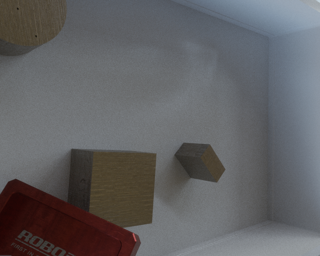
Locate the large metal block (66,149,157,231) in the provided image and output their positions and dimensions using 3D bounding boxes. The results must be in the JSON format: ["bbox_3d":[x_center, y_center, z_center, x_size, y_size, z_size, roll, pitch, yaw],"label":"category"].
[{"bbox_3d":[-0.053,0.066,0.347,0.081,0.050,0.080,6,86,-40],"label":"large metal block"}]

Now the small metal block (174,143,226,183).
[{"bbox_3d":[0.057,0.048,0.440,0.025,0.050,0.050,-50,120,-28],"label":"small metal block"}]

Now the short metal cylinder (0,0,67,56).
[{"bbox_3d":[-0.133,-0.110,0.279,0.081,0.050,0.079,0,90,-40],"label":"short metal cylinder"}]

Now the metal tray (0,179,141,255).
[{"bbox_3d":[-0.094,0.110,0.268,0.030,0.130,0.090,80,32,-66],"label":"metal tray"}]
